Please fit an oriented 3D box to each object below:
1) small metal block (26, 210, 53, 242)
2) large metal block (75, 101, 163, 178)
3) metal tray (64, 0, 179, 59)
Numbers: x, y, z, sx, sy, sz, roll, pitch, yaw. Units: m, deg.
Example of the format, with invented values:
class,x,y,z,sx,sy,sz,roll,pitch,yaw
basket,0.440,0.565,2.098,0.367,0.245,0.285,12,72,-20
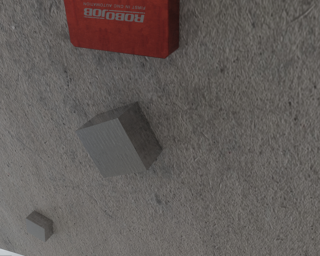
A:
class,x,y,z,sx,sy,sz,roll,pitch,yaw
small metal block,-0.264,0.216,0.680,0.050,0.025,0.050,23,127,14
large metal block,-0.056,0.018,0.431,0.080,0.050,0.080,-15,111,34
metal tray,-0.044,-0.132,0.345,0.130,0.030,0.089,12,124,21
